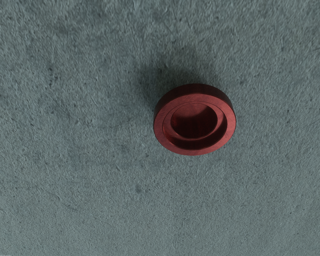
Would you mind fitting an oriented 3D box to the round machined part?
[{"bbox_3d":[0.041,-0.014,0.384,0.099,0.042,0.097,0,130,0],"label":"round machined part"}]
